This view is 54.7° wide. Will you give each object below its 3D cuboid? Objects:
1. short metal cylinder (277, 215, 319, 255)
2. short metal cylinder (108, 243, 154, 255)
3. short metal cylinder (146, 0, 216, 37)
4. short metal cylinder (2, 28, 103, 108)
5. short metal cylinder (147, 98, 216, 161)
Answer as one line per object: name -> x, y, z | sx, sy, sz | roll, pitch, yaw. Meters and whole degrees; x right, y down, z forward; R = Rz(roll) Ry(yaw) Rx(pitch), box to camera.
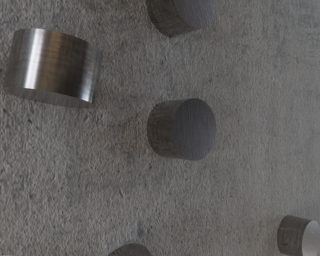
short metal cylinder -> 0.280, 0.221, 0.624 | 0.081, 0.050, 0.080 | 0, 90, -40
short metal cylinder -> -0.031, 0.178, 0.343 | 0.080, 0.080, 0.050 | -48, 119, -29
short metal cylinder -> 0.029, -0.167, 0.412 | 0.081, 0.050, 0.080 | 0, 90, -40
short metal cylinder -> -0.097, -0.051, 0.287 | 0.081, 0.080, 0.050 | 13, 82, -39
short metal cylinder -> 0.029, 0.002, 0.413 | 0.081, 0.050, 0.080 | 0, 90, -40
